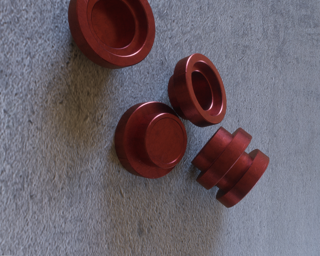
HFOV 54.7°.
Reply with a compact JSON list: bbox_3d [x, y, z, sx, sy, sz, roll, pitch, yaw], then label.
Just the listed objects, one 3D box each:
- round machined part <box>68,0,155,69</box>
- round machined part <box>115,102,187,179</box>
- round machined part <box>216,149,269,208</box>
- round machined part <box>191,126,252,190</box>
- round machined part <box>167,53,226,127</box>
[{"bbox_3d":[-0.056,-0.115,0.346,0.099,0.042,0.097,0,90,-40],"label":"round machined part"},{"bbox_3d":[-0.004,0.015,0.390,0.099,0.042,0.097,0,90,-40],"label":"round machined part"},{"bbox_3d":[0.115,0.068,0.466,0.042,0.098,0.098,40,60,6],"label":"round machined part"},{"bbox_3d":[0.081,0.036,0.438,0.042,0.098,0.098,39,60,7],"label":"round machined part"},{"bbox_3d":[0.048,-0.048,0.422,0.099,0.042,0.098,21,62,-46],"label":"round machined part"}]
